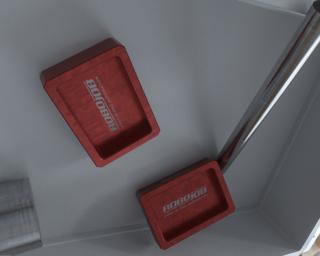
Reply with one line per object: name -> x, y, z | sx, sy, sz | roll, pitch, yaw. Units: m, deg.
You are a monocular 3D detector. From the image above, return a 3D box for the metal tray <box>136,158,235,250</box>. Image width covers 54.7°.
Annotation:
metal tray -> 0.040, 0.112, 0.472 | 0.131, 0.030, 0.090 | -24, 97, -15

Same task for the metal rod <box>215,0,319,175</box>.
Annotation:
metal rod -> 0.120, -0.018, 0.386 | 0.025, 0.025, 0.298 | -15, 150, -20

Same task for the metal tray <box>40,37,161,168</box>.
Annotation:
metal tray -> -0.062, -0.025, 0.356 | 0.090, 0.030, 0.129 | -30, 129, -9

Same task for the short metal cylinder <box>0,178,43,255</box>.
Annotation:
short metal cylinder -> -0.165, 0.100, 0.345 | 0.050, 0.080, 0.079 | -12, 124, -23
